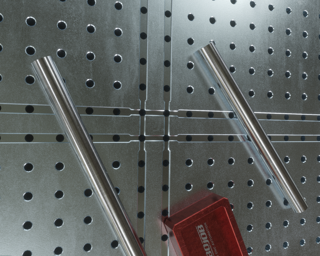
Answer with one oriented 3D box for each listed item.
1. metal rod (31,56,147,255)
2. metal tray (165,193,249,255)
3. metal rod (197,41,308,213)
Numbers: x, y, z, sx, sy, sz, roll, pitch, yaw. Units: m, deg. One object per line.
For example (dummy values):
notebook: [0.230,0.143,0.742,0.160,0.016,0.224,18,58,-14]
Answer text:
metal rod: [-0.079,0.056,0.384,0.025,0.025,0.299,-27,99,-18]
metal tray: [0.072,0.171,0.438,0.091,0.030,0.129,-24,98,-19]
metal rod: [0.144,0.006,0.467,0.025,0.025,0.299,-37,102,-16]
